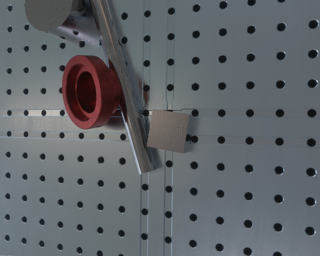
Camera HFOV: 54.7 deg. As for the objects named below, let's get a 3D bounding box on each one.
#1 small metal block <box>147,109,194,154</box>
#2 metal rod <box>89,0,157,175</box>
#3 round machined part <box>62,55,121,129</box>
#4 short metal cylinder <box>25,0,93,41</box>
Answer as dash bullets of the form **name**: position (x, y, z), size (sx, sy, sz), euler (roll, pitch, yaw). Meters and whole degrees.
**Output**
- **small metal block**: position (0.014, 0.004, 0.408), size (0.050, 0.025, 0.050), euler (10, 93, 19)
- **metal rod**: position (-0.059, -0.083, 0.433), size (0.025, 0.025, 0.299), euler (-19, 84, 19)
- **round machined part**: position (-0.090, -0.049, 0.422), size (0.098, 0.042, 0.097), euler (11, 106, 44)
- **short metal cylinder**: position (-0.146, -0.173, 0.451), size (0.080, 0.050, 0.079), euler (0, 90, 20)
